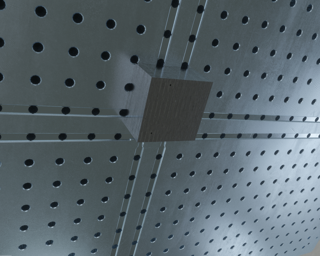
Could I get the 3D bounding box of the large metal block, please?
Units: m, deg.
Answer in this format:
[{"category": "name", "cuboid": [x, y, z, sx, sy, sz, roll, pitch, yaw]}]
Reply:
[{"category": "large metal block", "cuboid": [0.008, -0.030, 0.380, 0.081, 0.050, 0.079, 0, 119, -28]}]
